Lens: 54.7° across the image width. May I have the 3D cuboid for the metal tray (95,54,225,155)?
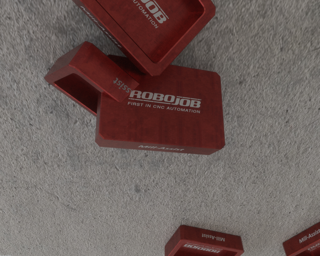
[{"bbox_3d":[0.002,-0.022,0.328,0.131,0.090,0.030,6,161,-17],"label":"metal tray"}]

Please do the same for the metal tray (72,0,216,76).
[{"bbox_3d":[-0.021,-0.121,0.272,0.090,0.030,0.130,-48,121,-3],"label":"metal tray"}]

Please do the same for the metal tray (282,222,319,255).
[{"bbox_3d":[0.317,0.221,0.594,0.090,0.030,0.129,27,125,-21],"label":"metal tray"}]

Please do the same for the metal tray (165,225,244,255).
[{"bbox_3d":[0.085,0.237,0.606,0.131,0.030,0.089,15,129,-13],"label":"metal tray"}]

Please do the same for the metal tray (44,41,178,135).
[{"bbox_3d":[-0.053,-0.032,0.343,0.130,0.030,0.090,38,158,-28],"label":"metal tray"}]
